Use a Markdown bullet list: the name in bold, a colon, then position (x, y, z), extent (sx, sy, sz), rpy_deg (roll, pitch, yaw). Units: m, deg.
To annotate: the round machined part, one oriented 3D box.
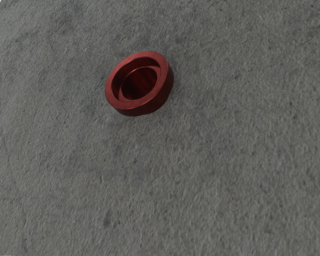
- **round machined part**: position (-0.025, -0.058, 0.440), extent (0.098, 0.042, 0.098), rpy_deg (-13, 56, 20)
